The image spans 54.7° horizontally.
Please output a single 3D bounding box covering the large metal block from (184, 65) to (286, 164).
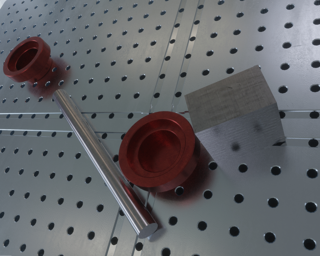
[{"bbox_3d":[0.083,-0.010,0.336,0.080,0.080,0.050,-22,54,15],"label":"large metal block"}]

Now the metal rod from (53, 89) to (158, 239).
[{"bbox_3d":[-0.093,0.029,0.438,0.025,0.025,0.300,-42,51,-1],"label":"metal rod"}]

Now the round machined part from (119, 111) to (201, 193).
[{"bbox_3d":[0.003,0.031,0.377,0.098,0.042,0.098,-13,56,21],"label":"round machined part"}]

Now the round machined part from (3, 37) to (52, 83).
[{"bbox_3d":[-0.254,-0.129,0.610,0.098,0.042,0.098,-13,56,21],"label":"round machined part"}]
